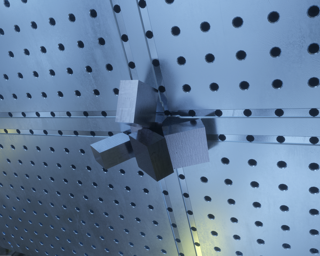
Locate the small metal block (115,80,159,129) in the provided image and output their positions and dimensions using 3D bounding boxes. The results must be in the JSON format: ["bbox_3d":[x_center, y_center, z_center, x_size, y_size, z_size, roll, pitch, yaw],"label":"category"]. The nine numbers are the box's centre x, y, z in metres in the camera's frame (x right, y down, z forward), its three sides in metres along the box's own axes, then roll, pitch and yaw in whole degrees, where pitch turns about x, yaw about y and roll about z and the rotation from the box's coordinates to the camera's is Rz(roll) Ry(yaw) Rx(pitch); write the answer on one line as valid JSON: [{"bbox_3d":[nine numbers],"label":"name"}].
[{"bbox_3d":[-0.027,-0.028,0.379,0.025,0.050,0.050,3,84,27],"label":"small metal block"}]

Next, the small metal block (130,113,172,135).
[{"bbox_3d":[-0.009,0.008,0.422,0.050,0.025,0.050,3,120,27],"label":"small metal block"}]

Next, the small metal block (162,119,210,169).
[{"bbox_3d":[0.033,0.021,0.393,0.050,0.025,0.050,-12,116,-1],"label":"small metal block"}]

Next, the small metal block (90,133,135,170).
[{"bbox_3d":[-0.064,0.031,0.435,0.050,0.050,0.025,19,129,61],"label":"small metal block"}]

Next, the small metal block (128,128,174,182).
[{"bbox_3d":[-0.011,0.032,0.390,0.050,0.025,0.050,26,137,55],"label":"small metal block"}]
